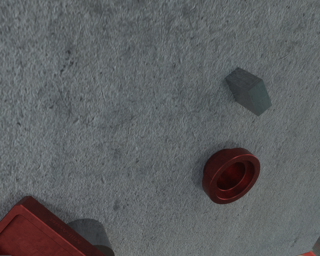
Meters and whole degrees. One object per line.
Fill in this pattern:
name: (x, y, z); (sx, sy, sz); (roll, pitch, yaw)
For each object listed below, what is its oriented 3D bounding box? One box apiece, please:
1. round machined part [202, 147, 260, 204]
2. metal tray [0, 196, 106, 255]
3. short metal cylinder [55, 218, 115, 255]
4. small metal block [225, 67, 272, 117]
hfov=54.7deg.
round machined part: (0.110, 0.073, 0.503); (0.099, 0.042, 0.097); (-14, 125, -21)
metal tray: (-0.145, 0.158, 0.379); (0.130, 0.030, 0.090); (41, 95, -5)
short metal cylinder: (-0.111, 0.177, 0.441); (0.081, 0.050, 0.079); (-14, 125, -21)
small metal block: (0.122, -0.051, 0.429); (0.025, 0.050, 0.050); (-39, 130, -2)
